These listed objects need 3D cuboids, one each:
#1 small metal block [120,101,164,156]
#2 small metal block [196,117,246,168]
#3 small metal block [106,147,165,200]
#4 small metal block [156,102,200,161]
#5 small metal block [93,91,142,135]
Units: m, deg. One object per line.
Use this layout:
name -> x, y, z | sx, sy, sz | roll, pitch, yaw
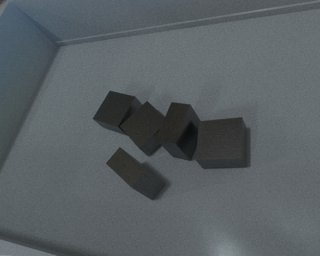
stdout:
small metal block -> -0.017, 0.000, 0.410 | 0.050, 0.025, 0.050 | -43, 51, -2
small metal block -> 0.071, 0.018, 0.354 | 0.050, 0.025, 0.050 | -5, 59, 25
small metal block -> -0.028, 0.054, 0.367 | 0.050, 0.050, 0.025 | 35, 82, 37
small metal block -> 0.025, 0.005, 0.370 | 0.025, 0.050, 0.050 | 10, 67, 31
small metal block -> -0.060, -0.022, 0.446 | 0.050, 0.025, 0.050 | 16, 70, 34
